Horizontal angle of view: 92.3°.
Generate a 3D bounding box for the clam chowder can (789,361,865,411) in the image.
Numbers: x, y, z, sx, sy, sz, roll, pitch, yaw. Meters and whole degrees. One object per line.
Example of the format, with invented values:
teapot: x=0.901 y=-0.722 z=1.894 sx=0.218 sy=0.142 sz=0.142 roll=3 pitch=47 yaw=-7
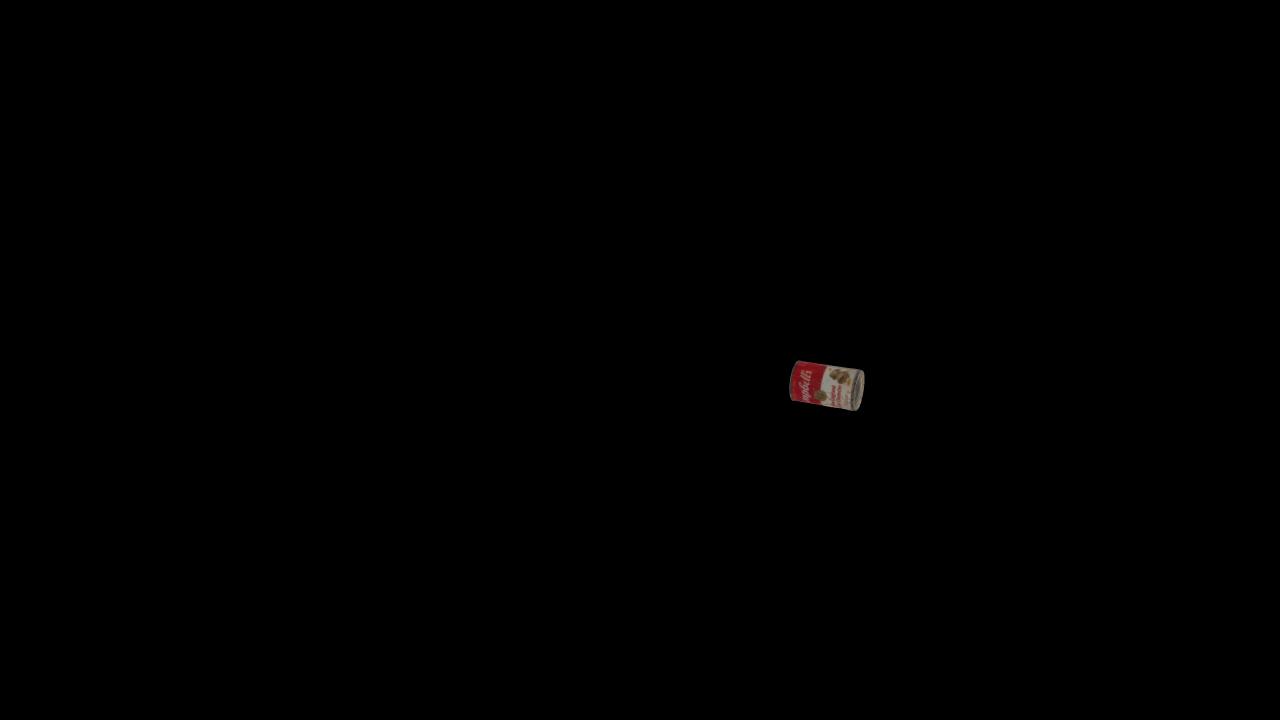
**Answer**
clam chowder can: x=0.299 y=0.041 z=0.982 sx=0.102 sy=0.068 sz=0.068 roll=9 pitch=5 yaw=31
